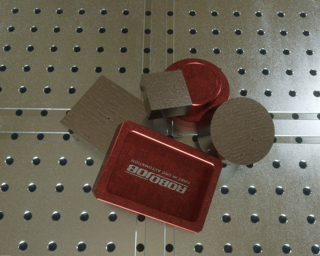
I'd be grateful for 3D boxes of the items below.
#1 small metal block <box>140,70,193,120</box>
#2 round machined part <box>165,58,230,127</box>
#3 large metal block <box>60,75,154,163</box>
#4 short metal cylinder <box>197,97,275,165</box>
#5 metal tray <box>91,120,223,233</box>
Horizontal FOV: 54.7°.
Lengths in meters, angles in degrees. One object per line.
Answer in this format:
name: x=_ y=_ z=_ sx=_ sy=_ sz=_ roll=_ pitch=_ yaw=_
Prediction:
small metal block: x=0.006 y=-0.041 z=0.377 sx=0.050 sy=0.025 sz=0.050 roll=-9 pitch=67 yaw=-15
round machined part: x=0.046 y=-0.054 z=0.422 sx=0.099 sy=0.042 sz=0.098 roll=0 pitch=70 yaw=0
large metal block: x=-0.065 y=-0.008 z=0.401 sx=0.080 sy=0.050 sz=0.080 roll=34 pitch=73 yaw=11
short metal cylinder: x=0.092 y=0.006 z=0.385 sx=0.081 sy=0.050 sz=0.080 roll=1 pitch=84 yaw=-11
metal tray: x=0.000 y=0.057 z=0.358 sx=0.131 sy=0.030 sz=0.090 roll=24 pitch=77 yaw=-15
